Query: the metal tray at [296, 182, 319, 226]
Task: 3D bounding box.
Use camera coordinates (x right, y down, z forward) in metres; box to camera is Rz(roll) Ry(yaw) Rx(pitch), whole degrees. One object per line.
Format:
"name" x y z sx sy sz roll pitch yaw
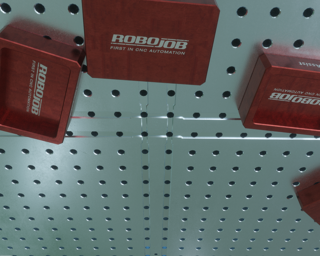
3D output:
"metal tray" 0.305 0.133 0.523 0.090 0.030 0.130 -36 122 26

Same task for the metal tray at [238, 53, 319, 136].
"metal tray" 0.173 -0.036 0.378 0.131 0.030 0.089 6 130 -5

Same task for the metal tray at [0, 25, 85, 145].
"metal tray" -0.148 -0.044 0.369 0.091 0.030 0.129 16 128 -13

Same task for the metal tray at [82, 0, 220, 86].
"metal tray" -0.011 -0.095 0.328 0.131 0.030 0.089 4 130 -3
